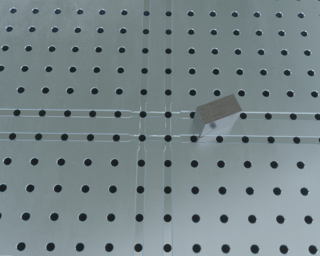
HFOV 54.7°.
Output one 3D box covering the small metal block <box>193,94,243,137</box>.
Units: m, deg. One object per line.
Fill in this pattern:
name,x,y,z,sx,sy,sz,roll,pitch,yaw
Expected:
small metal block,0.073,-0.015,0.405,0.050,0.050,0.025,-20,72,-8
